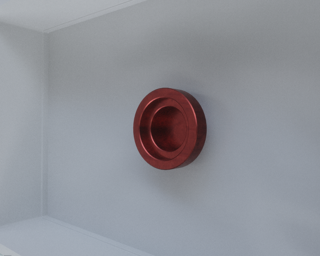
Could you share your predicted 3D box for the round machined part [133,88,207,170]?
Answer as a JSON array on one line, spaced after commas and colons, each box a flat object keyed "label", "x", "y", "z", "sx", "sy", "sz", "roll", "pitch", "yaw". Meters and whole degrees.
[{"label": "round machined part", "x": 0.016, "y": 0.001, "z": 0.383, "sx": 0.098, "sy": 0.042, "sz": 0.097, "roll": 0, "pitch": 90, "yaw": 40}]
